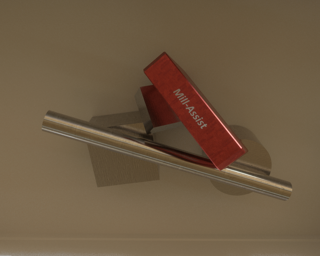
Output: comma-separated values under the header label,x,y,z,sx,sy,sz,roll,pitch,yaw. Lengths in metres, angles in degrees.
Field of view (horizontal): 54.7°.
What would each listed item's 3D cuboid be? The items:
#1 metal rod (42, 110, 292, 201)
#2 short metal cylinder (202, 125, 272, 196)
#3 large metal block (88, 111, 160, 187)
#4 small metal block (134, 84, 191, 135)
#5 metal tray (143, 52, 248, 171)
label,x,y,z,sx,sy,sz,roll,pitch,yaw
metal rod,0.014,0.035,0.369,0.302,0.025,0.025,17,109,-7
short metal cylinder,0.100,0.042,0.413,0.081,0.050,0.079,0,110,-1
large metal block,-0.046,0.026,0.406,0.080,0.050,0.079,-7,110,2
small metal block,0.003,-0.024,0.365,0.050,0.025,0.050,-13,76,-24
metal tray,0.043,-0.017,0.343,0.030,0.090,0.130,-39,76,12
